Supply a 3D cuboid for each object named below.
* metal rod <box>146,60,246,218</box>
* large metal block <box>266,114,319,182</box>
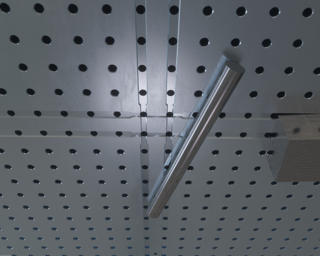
[{"bbox_3d":[0.037,0.038,0.443,0.025,0.025,0.298,15,129,-12],"label":"metal rod"},{"bbox_3d":[0.199,0.028,0.421,0.080,0.050,0.079,-1,130,1],"label":"large metal block"}]
